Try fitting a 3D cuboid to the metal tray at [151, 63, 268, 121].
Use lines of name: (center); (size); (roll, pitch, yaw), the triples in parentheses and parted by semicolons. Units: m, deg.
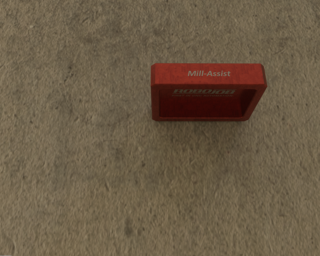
metal tray: (0.055, -0.042, 0.388); (0.131, 0.090, 0.030); (0, 64, -1)
